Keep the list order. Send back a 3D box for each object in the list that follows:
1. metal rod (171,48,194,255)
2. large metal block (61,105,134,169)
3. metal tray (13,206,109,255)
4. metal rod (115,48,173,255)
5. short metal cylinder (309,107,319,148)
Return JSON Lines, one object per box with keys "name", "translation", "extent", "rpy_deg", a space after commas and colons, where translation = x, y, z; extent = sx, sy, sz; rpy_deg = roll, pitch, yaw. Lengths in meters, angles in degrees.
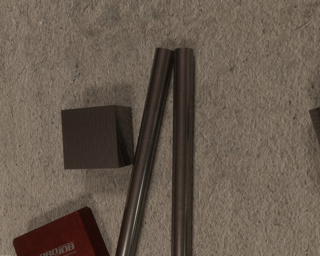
{"name": "metal rod", "translation": [0.028, 0.049, 0.398], "extent": [0.025, 0.025, 0.298], "rpy_deg": [1, 90, 19]}
{"name": "large metal block", "translation": [-0.084, 0.013, 0.424], "extent": [0.080, 0.050, 0.079], "rpy_deg": [-4, 89, 19]}
{"name": "metal tray", "translation": [-0.146, 0.182, 0.456], "extent": [0.130, 0.030, 0.090], "rpy_deg": [-27, 82, 17]}
{"name": "metal rod", "translation": [-0.022, 0.044, 0.415], "extent": [0.025, 0.025, 0.298], "rpy_deg": [13, 94, 19]}
{"name": "short metal cylinder", "translation": [0.199, -0.005, 0.310], "extent": [0.080, 0.080, 0.050], "rpy_deg": [-16, 85, 19]}
